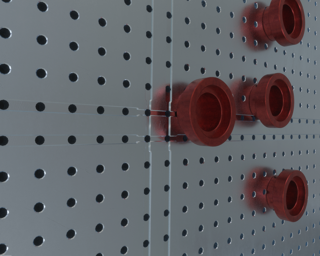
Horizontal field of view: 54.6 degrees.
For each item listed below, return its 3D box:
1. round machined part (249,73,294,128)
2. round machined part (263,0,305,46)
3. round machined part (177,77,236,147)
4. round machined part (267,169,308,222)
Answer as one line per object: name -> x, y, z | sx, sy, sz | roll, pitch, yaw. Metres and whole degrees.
round machined part -> 0.200, -0.049, 0.564 | 0.099, 0.042, 0.097 | 0, 90, -40
round machined part -> 0.233, -0.205, 0.591 | 0.099, 0.042, 0.097 | 0, 90, -40
round machined part -> 0.063, -0.023, 0.450 | 0.099, 0.042, 0.097 | 0, 90, -40
round machined part -> 0.244, 0.128, 0.601 | 0.099, 0.042, 0.097 | 0, 90, -40
